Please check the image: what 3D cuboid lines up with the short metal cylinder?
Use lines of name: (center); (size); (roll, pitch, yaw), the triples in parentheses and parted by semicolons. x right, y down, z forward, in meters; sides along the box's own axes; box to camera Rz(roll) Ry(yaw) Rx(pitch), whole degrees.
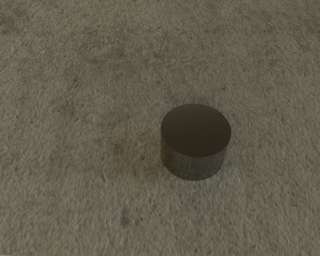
short metal cylinder: (0.041, 0.016, 0.374); (0.081, 0.050, 0.080); (0, 50, 0)
